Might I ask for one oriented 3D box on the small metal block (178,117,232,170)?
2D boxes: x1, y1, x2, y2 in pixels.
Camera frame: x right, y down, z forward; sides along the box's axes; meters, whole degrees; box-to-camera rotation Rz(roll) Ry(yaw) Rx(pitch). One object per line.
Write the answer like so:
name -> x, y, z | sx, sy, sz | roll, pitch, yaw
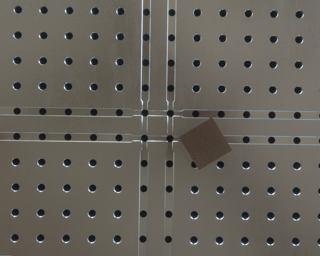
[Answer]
small metal block -> 0.059, 0.020, 0.414 | 0.050, 0.025, 0.050 | -31, 90, 0
